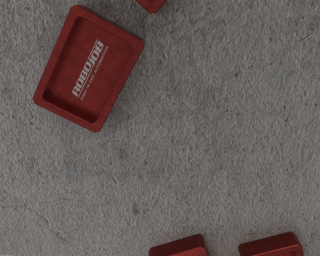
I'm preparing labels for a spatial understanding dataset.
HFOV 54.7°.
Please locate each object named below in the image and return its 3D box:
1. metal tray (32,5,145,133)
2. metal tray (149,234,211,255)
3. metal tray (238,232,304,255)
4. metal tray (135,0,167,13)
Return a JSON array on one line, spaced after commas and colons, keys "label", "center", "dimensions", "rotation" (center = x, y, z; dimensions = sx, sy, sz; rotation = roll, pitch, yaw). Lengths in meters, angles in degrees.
[{"label": "metal tray", "center": [-0.087, -0.070, 0.380], "dimensions": [0.090, 0.030, 0.129], "rotation": [27, 108, -10]}, {"label": "metal tray", "center": [0.045, 0.240, 0.496], "dimensions": [0.090, 0.030, 0.129], "rotation": [-19, 109, 6]}, {"label": "metal tray", "center": [0.186, 0.235, 0.495], "dimensions": [0.090, 0.030, 0.129], "rotation": [-17, 109, 6]}, {"label": "metal tray", "center": [-0.027, -0.201, 0.332], "dimensions": [0.130, 0.030, 0.090], "rotation": [39, 105, -14]}]
